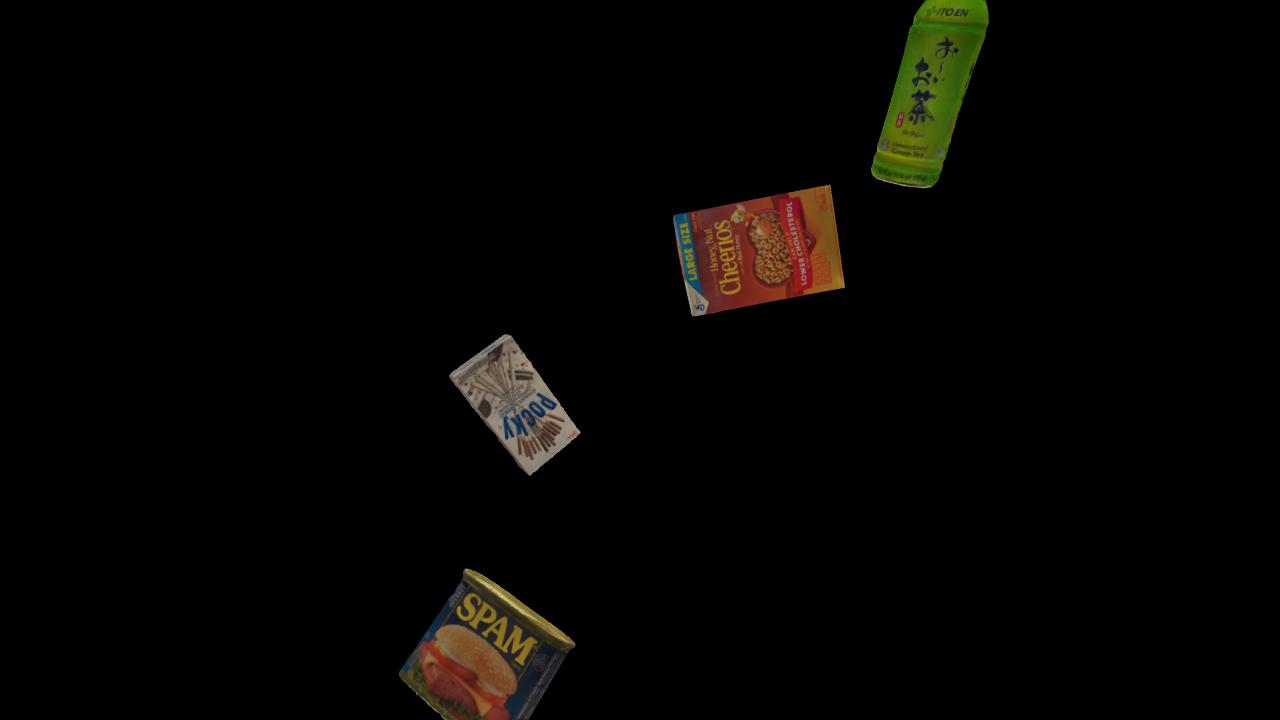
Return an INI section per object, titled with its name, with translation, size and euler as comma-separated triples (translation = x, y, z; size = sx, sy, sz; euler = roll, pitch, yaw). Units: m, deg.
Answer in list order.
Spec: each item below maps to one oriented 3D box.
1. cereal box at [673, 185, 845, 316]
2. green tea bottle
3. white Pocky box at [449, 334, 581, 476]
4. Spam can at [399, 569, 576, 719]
[cereal box]
translation = 0.231, -0.212, 1.211
size = 0.306, 0.203, 0.081
euler = -10, 8, 2
[green tea bottle]
translation = 0.288, -0.282, 0.604
size = 0.073, 0.212, 0.073
euler = 4, 28, -2
[white Pocky box]
translation = -0.146, 0.054, 0.730
size = 0.084, 0.154, 0.028
euler = -39, 22, -17
[Spam can]
translation = -0.114, 0.222, 0.460
size = 0.101, 0.085, 0.058
euler = 25, -20, 24
